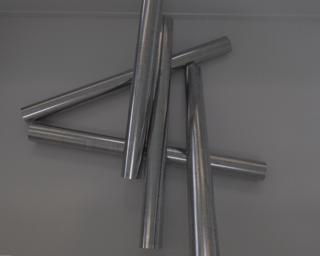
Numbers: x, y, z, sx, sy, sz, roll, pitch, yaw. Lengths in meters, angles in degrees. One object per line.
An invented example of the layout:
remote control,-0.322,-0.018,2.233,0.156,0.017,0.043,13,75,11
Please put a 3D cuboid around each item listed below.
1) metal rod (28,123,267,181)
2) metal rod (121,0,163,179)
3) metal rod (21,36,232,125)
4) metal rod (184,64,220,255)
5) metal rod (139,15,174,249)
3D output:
metal rod,-0.018,0.030,0.398,0.302,0.025,0.025,9,70,3
metal rod,-0.017,-0.089,0.367,0.025,0.025,0.298,7,92,2
metal rod,-0.040,-0.069,0.434,0.302,0.025,0.025,-21,72,-8
metal rod,0.041,0.026,0.335,0.025,0.025,0.300,2,45,1
metal rod,-0.002,-0.011,0.385,0.025,0.025,0.299,3,70,1
